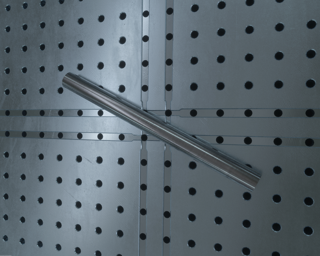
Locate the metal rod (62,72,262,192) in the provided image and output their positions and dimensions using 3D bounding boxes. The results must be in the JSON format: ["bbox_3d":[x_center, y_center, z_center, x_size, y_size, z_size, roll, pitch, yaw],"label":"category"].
[{"bbox_3d":[-0.010,-0.003,0.415,0.301,0.025,0.025,29,99,17],"label":"metal rod"}]
